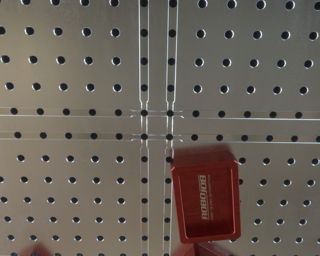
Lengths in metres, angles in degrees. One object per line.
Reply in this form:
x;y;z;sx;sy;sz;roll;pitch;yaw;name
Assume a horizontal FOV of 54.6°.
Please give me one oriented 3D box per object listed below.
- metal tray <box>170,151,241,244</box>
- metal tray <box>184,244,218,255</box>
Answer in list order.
0.067;0.102;0.448;0.090;0.030;0.129;-7;110;2;metal tray
0.084;0.257;0.505;0.130;0.030;0.090;33;107;-12;metal tray
